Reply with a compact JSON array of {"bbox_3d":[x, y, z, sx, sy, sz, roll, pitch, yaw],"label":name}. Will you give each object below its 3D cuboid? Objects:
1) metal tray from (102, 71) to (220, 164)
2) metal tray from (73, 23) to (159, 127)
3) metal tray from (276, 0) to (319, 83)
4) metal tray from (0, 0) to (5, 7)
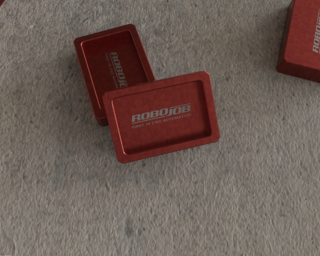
[{"bbox_3d":[0.002,-0.015,0.388,0.131,0.030,0.089,-13,101,-6],"label":"metal tray"},{"bbox_3d":[-0.059,-0.076,0.432,0.091,0.030,0.130,-18,71,-7],"label":"metal tray"},{"bbox_3d":[0.231,-0.133,0.457,0.090,0.030,0.130,16,71,5],"label":"metal tray"},{"bbox_3d":[-0.303,-0.241,0.490,0.131,0.030,0.090,20,71,7],"label":"metal tray"}]
